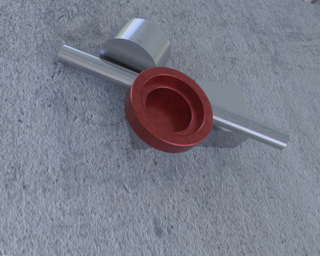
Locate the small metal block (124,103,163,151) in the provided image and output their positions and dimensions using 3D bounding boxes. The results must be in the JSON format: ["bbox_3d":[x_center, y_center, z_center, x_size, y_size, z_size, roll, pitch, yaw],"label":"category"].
[{"bbox_3d":[-0.019,-0.006,0.384,0.025,0.050,0.050,-2,63,-30],"label":"small metal block"}]

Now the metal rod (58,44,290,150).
[{"bbox_3d":[0.016,-0.039,0.391,0.301,0.025,0.025,22,52,2],"label":"metal rod"}]

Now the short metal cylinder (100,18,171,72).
[{"bbox_3d":[-0.032,-0.097,0.413,0.080,0.080,0.050,33,51,-8],"label":"short metal cylinder"}]

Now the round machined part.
[{"bbox_3d":[0.006,-0.016,0.346,0.099,0.042,0.098,13,57,-22],"label":"round machined part"}]

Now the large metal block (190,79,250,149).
[{"bbox_3d":[0.080,-0.018,0.446,0.081,0.050,0.080,4,60,-27],"label":"large metal block"}]
